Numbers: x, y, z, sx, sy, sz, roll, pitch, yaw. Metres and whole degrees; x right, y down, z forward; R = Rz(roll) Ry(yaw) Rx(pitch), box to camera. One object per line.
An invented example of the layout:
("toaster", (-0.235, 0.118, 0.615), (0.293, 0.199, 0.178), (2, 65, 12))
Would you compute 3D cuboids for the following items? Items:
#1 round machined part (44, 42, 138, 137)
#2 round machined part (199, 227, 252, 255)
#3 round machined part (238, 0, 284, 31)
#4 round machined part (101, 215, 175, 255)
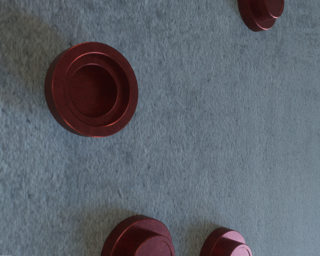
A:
("round machined part", (-0.075, -0.039, 0.332), (0.099, 0.042, 0.097), (0, 90, -40))
("round machined part", (0.109, 0.212, 0.489), (0.099, 0.042, 0.097), (0, 90, -40))
("round machined part", (0.185, -0.225, 0.552), (0.099, 0.042, 0.097), (0, 90, -40))
("round machined part", (-0.020, 0.161, 0.379), (0.099, 0.042, 0.097), (0, 90, -40))
